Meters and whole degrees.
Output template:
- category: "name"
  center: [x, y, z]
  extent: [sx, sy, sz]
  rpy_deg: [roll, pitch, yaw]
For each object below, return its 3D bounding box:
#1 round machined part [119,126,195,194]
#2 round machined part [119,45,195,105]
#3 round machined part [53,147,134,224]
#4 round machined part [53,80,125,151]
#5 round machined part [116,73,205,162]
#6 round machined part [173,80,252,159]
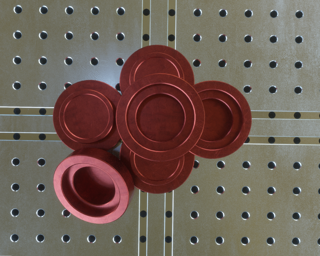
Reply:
- category: "round machined part"
  center: [-0.004, 0.038, 0.404]
  extent: [0.099, 0.042, 0.097]
  rpy_deg: [0, 90, 0]
- category: "round machined part"
  center: [-0.004, -0.060, 0.405]
  extent: [0.099, 0.042, 0.097]
  rpy_deg: [0, 90, 0]
- category: "round machined part"
  center: [-0.079, 0.068, 0.391]
  extent: [0.098, 0.042, 0.097]
  rpy_deg: [5, 113, 13]
- category: "round machined part"
  center: [-0.091, -0.014, 0.404]
  extent: [0.099, 0.042, 0.097]
  rpy_deg: [0, 90, 0]
- category: "round machined part"
  center: [0.001, -0.012, 0.362]
  extent: [0.099, 0.042, 0.097]
  rpy_deg: [0, 90, 0]
- category: "round machined part"
  center: [0.065, -0.011, 0.405]
  extent: [0.099, 0.042, 0.097]
  rpy_deg: [0, 90, 0]
